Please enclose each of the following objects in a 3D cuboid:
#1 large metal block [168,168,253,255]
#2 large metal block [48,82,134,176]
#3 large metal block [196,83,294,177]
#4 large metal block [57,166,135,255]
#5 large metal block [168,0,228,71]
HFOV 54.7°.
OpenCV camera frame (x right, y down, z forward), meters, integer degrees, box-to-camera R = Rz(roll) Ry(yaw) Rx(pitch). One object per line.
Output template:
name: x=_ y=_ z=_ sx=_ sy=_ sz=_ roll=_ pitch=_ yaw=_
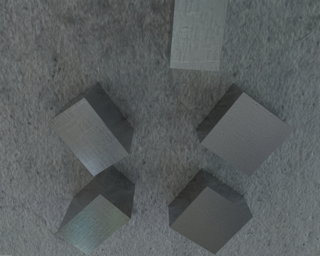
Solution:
large metal block: x=0.069 y=0.118 z=0.441 sx=0.080 sy=0.050 sz=0.080 roll=35 pitch=106 yaw=-12
large metal block: x=-0.078 y=-0.002 z=0.379 sx=0.050 sy=0.080 sz=0.080 roll=-32 pitch=107 yaw=11
large metal block: x=0.105 y=0.002 z=0.399 sx=0.080 sy=0.050 sz=0.080 roll=34 pitch=106 yaw=-12
large metal block: x=-0.082 y=0.107 z=0.419 sx=0.080 sy=0.080 sz=0.050 roll=-42 pitch=105 yaw=14
large metal block: x=0.037 y=-0.111 z=0.340 sx=0.050 sy=0.080 sz=0.079 roll=4 pitch=110 yaw=-2
